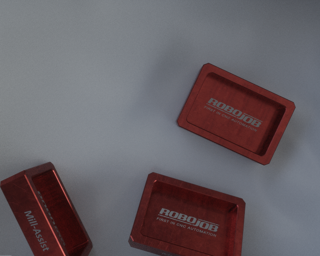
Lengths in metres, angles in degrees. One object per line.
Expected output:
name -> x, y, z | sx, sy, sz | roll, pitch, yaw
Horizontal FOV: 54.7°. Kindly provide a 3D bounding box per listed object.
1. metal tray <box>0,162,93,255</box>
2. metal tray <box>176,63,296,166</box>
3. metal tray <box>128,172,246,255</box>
metal tray -> -0.132, 0.110, 0.377 | 0.030, 0.090, 0.129 | -26, 90, 0
metal tray -> 0.098, -0.018, 0.410 | 0.131, 0.030, 0.090 | 25, 90, -1
metal tray -> 0.036, 0.117, 0.386 | 0.131, 0.030, 0.090 | 17, 55, -1
